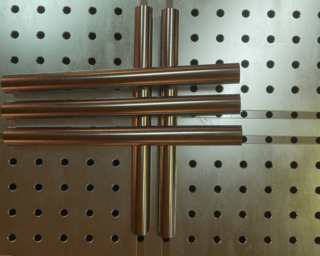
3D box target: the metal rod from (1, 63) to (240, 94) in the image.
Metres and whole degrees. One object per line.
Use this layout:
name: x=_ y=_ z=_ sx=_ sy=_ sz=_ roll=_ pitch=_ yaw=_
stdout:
metal rod: x=-0.054 y=-0.062 z=0.392 sx=0.302 sy=0.025 sz=0.025 roll=-1 pitch=90 yaw=7

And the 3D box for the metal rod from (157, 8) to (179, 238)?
metal rod: x=0.011 y=-0.006 z=0.414 sx=0.025 sy=0.025 sz=0.298 roll=1 pitch=90 yaw=-1

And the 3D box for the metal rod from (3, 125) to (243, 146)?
metal rod: x=-0.052 y=0.010 z=0.392 sx=0.302 sy=0.025 sz=0.025 roll=0 pitch=90 yaw=8

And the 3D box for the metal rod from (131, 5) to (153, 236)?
metal rod: x=-0.024 y=-0.010 z=0.413 sx=0.025 sy=0.025 sz=0.298 roll=1 pitch=90 yaw=-1

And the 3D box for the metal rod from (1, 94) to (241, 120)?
metal rod: x=-0.054 y=-0.026 z=0.392 sx=0.302 sy=0.025 sz=0.025 roll=-1 pitch=90 yaw=7
